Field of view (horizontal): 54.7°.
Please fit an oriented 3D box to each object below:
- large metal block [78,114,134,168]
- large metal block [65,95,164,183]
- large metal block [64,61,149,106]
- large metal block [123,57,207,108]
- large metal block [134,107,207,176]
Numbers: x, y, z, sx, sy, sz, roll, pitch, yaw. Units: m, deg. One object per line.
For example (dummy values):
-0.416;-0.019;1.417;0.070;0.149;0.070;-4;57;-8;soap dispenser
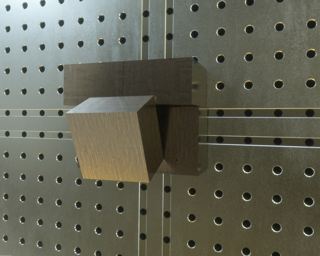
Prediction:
-0.062;0.013;0.418;0.080;0.050;0.079;1;90;19;large metal block
-0.047;0.011;0.344;0.080;0.050;0.079;0;114;19;large metal block
-0.067;-0.052;0.405;0.080;0.080;0.050;1;91;19;large metal block
0.009;-0.051;0.378;0.080;0.080;0.050;1;91;19;large metal block
0.015;0.014;0.391;0.080;0.050;0.079;1;90;19;large metal block
